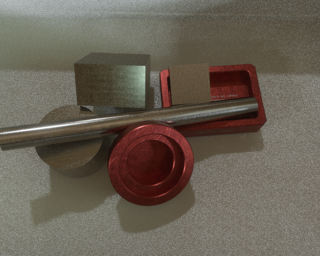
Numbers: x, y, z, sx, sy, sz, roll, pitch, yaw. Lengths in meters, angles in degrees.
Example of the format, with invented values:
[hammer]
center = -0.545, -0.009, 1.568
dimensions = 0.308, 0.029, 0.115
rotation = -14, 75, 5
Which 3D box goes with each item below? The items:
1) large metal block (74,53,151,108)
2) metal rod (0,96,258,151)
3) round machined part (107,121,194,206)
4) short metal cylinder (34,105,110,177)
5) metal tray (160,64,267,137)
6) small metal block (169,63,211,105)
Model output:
[large metal block]
center = -0.055, -0.063, 0.393
dimensions = 0.081, 0.080, 0.050
rotation = 2, 112, 1
[metal rod]
center = -0.023, -0.009, 0.367
dimensions = 0.302, 0.025, 0.025
rotation = -8, 70, -15
[round machined part]
center = -0.013, 0.039, 0.368
dimensions = 0.099, 0.042, 0.097
rotation = -4, 104, -14
[short metal cylinder]
center = -0.107, 0.017, 0.386
dimensions = 0.081, 0.050, 0.080
rotation = 0, 70, 0
[metal tray]
center = 0.068, -0.037, 0.419
dimensions = 0.131, 0.030, 0.090
rotation = -4, 70, -2
[small metal block]
center = 0.038, -0.057, 0.407
dimensions = 0.050, 0.025, 0.050
rotation = -5, 96, -2
